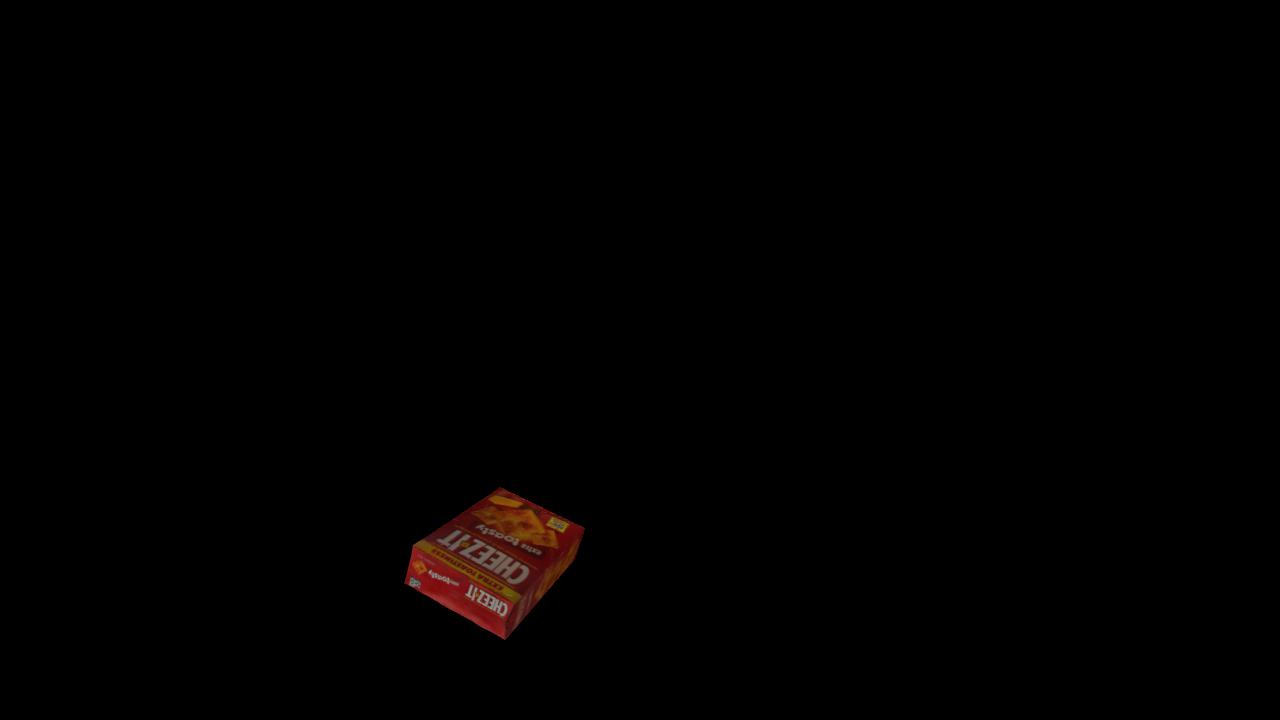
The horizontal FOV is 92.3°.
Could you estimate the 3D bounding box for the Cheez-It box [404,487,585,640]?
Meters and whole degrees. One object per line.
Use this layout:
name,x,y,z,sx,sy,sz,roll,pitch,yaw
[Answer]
Cheez-It box,-0.203,0.283,0.900,0.166,0.071,0.223,22,17,14
